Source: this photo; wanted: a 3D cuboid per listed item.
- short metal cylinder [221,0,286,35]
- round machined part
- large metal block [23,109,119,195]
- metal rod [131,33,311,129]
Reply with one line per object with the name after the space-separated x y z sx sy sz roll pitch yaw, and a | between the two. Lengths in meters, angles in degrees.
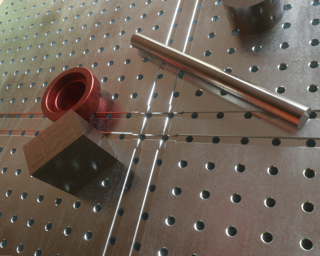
0.130 -0.178 0.433 0.080 0.050 0.080 -13 56 20 | short metal cylinder
-0.136 -0.046 0.495 0.098 0.042 0.098 -13 56 20 | round machined part
-0.117 0.035 0.411 0.080 0.080 0.050 -38 51 3 | large metal block
0.058 -0.078 0.424 0.300 0.025 0.025 35 81 38 | metal rod
